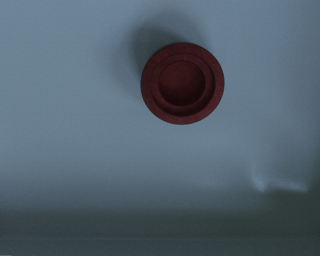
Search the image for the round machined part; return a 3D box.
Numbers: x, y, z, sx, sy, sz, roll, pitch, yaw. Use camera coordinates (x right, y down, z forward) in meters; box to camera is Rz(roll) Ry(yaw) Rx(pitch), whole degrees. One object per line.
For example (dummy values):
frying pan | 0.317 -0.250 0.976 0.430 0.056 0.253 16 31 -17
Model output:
round machined part | 0.026 -0.057 0.382 0.099 0.042 0.097 0 110 -1
